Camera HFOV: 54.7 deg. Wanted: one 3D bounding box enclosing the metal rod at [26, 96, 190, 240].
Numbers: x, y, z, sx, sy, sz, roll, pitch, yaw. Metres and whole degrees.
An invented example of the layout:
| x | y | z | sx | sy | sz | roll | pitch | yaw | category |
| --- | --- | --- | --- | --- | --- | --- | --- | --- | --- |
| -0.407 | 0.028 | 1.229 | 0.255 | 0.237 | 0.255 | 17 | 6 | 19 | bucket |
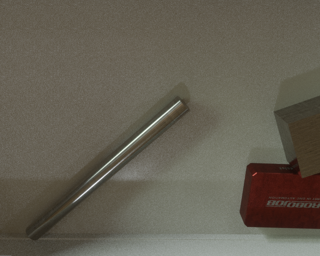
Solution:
| x | y | z | sx | sy | sz | roll | pitch | yaw | category |
| --- | --- | --- | --- | --- | --- | --- | --- | --- | --- |
| -0.080 | 0.063 | 0.433 | 0.300 | 0.025 | 0.025 | -41 | 106 | 13 | metal rod |

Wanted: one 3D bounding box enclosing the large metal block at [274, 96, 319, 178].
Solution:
| x | y | z | sx | sy | sz | roll | pitch | yaw | category |
| --- | --- | --- | --- | --- | --- | --- | --- | --- | --- |
| 0.206 | 0.008 | 0.404 | 0.080 | 0.050 | 0.080 | -20 | 109 | 7 | large metal block |

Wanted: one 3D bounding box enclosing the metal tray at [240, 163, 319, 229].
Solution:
| x | y | z | sx | sy | sz | roll | pitch | yaw | category |
| --- | --- | --- | --- | --- | --- | --- | --- | --- | --- |
| 0.189 | 0.099 | 0.448 | 0.131 | 0.030 | 0.089 | 2 | 110 | -2 | metal tray |
